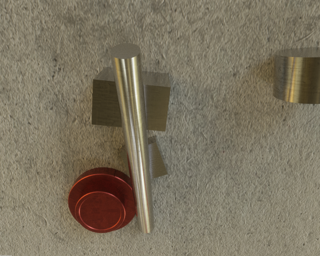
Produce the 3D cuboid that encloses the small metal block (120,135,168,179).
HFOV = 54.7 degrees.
[{"bbox_3d":[-0.021,0.044,0.426,0.050,0.025,0.050,-17,110,6],"label":"small metal block"}]

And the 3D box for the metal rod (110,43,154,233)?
[{"bbox_3d":[-0.025,0.042,0.360,0.025,0.025,0.298,-2,135,0],"label":"metal rod"}]

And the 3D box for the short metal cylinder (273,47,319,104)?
[{"bbox_3d":[0.175,-0.063,0.360,0.081,0.080,0.050,-5,110,1],"label":"short metal cylinder"}]

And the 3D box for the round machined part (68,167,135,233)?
[{"bbox_3d":[-0.081,0.109,0.440,0.099,0.042,0.097,0,110,-1],"label":"round machined part"}]

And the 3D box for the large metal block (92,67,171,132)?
[{"bbox_3d":[-0.032,-0.037,0.366,0.081,0.080,0.050,6,110,-3],"label":"large metal block"}]
